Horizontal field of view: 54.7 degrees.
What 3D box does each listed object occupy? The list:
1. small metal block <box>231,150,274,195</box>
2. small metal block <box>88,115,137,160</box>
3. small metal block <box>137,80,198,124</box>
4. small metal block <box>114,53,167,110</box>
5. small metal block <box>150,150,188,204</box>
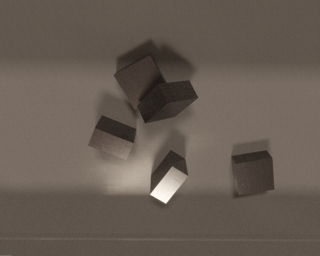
[{"bbox_3d":[0.131,0.063,0.436,0.050,0.025,0.050,-10,110,3],"label":"small metal block"},{"bbox_3d":[-0.060,0.011,0.401,0.050,0.050,0.025,22,109,-8],"label":"small metal block"},{"bbox_3d":[0.009,-0.032,0.374,0.050,0.050,0.025,-40,71,46],"label":"small metal block"},{"bbox_3d":[-0.022,-0.059,0.389,0.050,0.025,0.050,-27,108,9],"label":"small metal block"},{"bbox_3d":[0.012,0.065,0.422,0.025,0.050,0.050,33,107,-12],"label":"small metal block"}]
